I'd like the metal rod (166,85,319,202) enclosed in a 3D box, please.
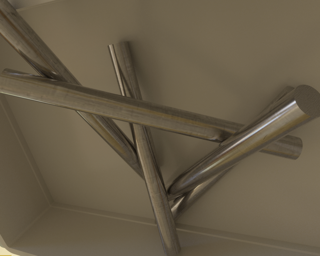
[{"bbox_3d":[0.055,0.040,0.337,0.025,0.025,0.299,40,150,1],"label":"metal rod"}]

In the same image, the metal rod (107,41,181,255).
[{"bbox_3d":[-0.017,0.038,0.412,0.025,0.025,0.298,-5,107,30],"label":"metal rod"}]

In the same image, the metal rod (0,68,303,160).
[{"bbox_3d":[-0.001,-0.011,0.312,0.302,0.025,0.025,13,127,-7],"label":"metal rod"}]

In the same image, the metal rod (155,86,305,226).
[{"bbox_3d":[0.070,0.060,0.408,0.025,0.025,0.298,38,129,3],"label":"metal rod"}]

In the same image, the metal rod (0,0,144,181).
[{"bbox_3d":[-0.080,-0.019,0.359,0.025,0.025,0.300,-3,143,30],"label":"metal rod"}]
